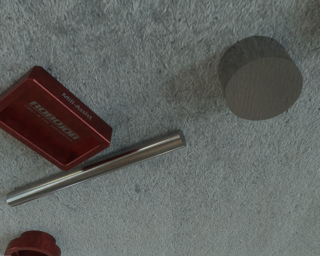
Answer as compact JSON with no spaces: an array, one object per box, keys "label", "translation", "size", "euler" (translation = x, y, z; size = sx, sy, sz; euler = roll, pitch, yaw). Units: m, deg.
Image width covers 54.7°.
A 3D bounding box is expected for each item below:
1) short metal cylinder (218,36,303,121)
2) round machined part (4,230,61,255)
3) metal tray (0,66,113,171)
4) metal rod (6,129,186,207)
[{"label":"short metal cylinder","translation":[0.109,-0.055,0.345],"size":[0.081,0.050,0.079],"euler":[0,130,0]},{"label":"round machined part","translation":[-0.239,0.232,0.591],"size":[0.099,0.042,0.097],"euler":[0,130,0]},{"label":"metal tray","translation":[-0.137,-0.006,0.397],"size":[0.090,0.030,0.130],"euler":[-30,124,23]},{"label":"metal rod","translation":[-0.104,0.064,0.460],"size":[0.300,0.025,0.025],"euler":[-21,127,16]}]
